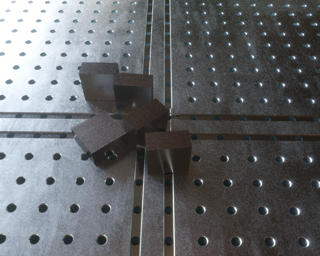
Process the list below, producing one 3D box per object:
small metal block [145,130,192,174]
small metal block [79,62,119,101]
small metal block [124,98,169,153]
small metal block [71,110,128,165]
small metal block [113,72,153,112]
[{"bbox_3d":[0.009,0.029,0.367,0.050,0.050,0.025,-4,50,-4],"label":"small metal block"},{"bbox_3d":[-0.085,-0.066,0.446,0.050,0.050,0.025,1,50,1],"label":"small metal block"},{"bbox_3d":[-0.017,-0.003,0.392,0.050,0.050,0.025,-33,63,-25],"label":"small metal block"},{"bbox_3d":[-0.077,0.011,0.397,0.050,0.025,0.050,-32,57,-24],"label":"small metal block"},{"bbox_3d":[-0.036,-0.049,0.432,0.050,0.050,0.025,4,51,3],"label":"small metal block"}]
